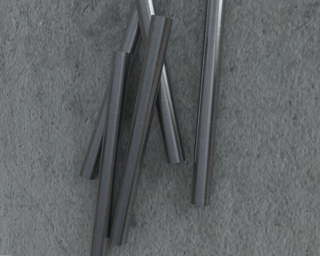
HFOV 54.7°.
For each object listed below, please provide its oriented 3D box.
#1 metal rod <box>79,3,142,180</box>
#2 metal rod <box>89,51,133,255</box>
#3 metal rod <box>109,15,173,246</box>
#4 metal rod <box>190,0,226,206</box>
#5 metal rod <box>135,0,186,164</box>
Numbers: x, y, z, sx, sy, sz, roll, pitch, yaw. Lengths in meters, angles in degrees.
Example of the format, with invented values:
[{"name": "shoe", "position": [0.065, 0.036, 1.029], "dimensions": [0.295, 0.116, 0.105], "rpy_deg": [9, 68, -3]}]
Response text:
[{"name": "metal rod", "position": [-0.055, -0.071, 0.427], "dimensions": [0.025, 0.025, 0.298], "rpy_deg": [22, 97, 18]}, {"name": "metal rod", "position": [-0.069, 0.049, 0.418], "dimensions": [0.025, 0.025, 0.298], "rpy_deg": [11, 99, 19]}, {"name": "metal rod", "position": [-0.028, 0.014, 0.391], "dimensions": [0.025, 0.025, 0.298], "rpy_deg": [17, 105, 19]}, {"name": "metal rod", "position": [0.062, -0.054, 0.386], "dimensions": [0.025, 0.025, 0.298], "rpy_deg": [5, 92, 19]}, {"name": "metal rod", "position": [-0.007, -0.103, 0.392], "dimensions": [0.025, 0.025, 0.298], "rpy_deg": [-10, 93, 19]}]
